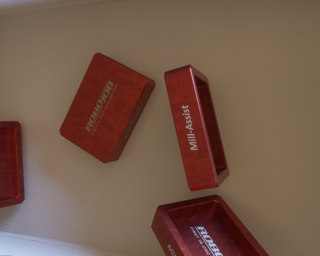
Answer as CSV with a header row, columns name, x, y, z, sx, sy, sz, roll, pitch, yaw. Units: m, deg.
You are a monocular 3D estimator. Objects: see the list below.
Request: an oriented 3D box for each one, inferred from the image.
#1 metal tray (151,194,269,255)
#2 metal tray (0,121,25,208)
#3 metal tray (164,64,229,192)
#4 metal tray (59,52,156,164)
name,x,y,z,sx,sy,sz,roll,pitch,yaw
metal tray,0.058,0.131,0.324,0.130,0.091,0.030,52,136,46
metal tray,-0.256,0.055,0.463,0.030,0.091,0.129,-4,89,38
metal tray,0.046,0.000,0.359,0.030,0.090,0.129,-14,85,20
metal tray,-0.075,-0.028,0.434,0.090,0.030,0.129,30,100,17
